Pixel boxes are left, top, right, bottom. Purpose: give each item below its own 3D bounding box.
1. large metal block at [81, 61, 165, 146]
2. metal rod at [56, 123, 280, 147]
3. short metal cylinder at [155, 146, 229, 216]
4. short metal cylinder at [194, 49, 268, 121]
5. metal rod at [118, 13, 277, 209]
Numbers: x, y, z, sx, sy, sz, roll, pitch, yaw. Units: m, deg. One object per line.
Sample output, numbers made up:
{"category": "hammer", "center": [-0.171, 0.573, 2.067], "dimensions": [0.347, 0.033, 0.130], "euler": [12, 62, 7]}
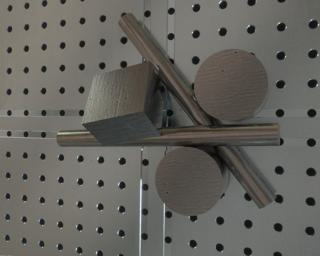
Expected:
{"category": "large metal block", "center": [-0.043, -0.030, 0.391], "dimensions": [0.080, 0.050, 0.080], "euler": [-10, 52, 20]}
{"category": "metal rod", "center": [-0.009, 0.011, 0.394], "dimensions": [0.301, 0.025, 0.025], "euler": [-2, 90, 26]}
{"category": "short metal cylinder", "center": [0.041, 0.062, 0.381], "dimensions": [0.080, 0.050, 0.079], "euler": [0, 90, 20]}
{"category": "short metal cylinder", "center": [0.086, -0.048, 0.366], "dimensions": [0.080, 0.050, 0.079], "euler": [0, 90, 20]}
{"category": "metal rod", "center": [0.040, -0.030, 0.395], "dimensions": [0.025, 0.025, 0.299], "euler": [-40, 78, 16]}
